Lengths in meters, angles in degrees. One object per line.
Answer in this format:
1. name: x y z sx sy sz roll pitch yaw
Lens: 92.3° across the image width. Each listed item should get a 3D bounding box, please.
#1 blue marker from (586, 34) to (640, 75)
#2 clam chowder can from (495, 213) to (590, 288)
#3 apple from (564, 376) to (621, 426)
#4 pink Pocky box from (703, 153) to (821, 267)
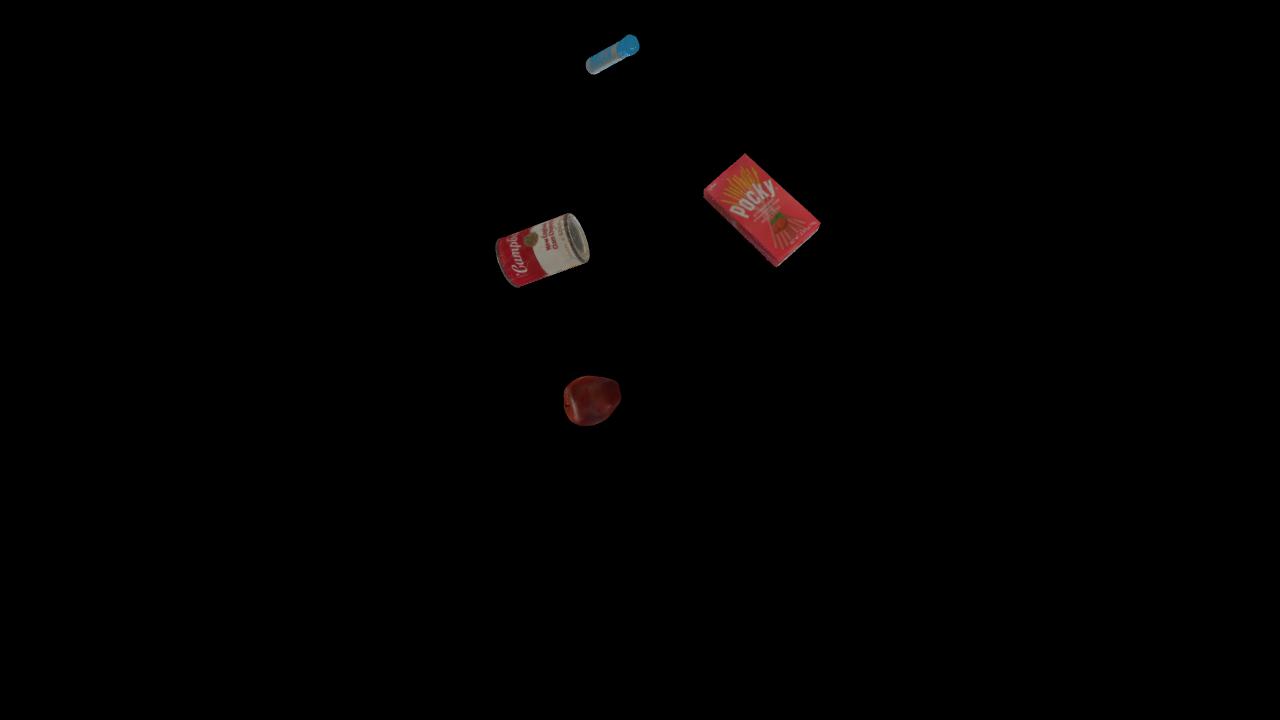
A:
1. blue marker: -0.031 -0.332 0.671 0.020 0.020 0.121 0 14 -25
2. clam chowder can: -0.123 -0.140 0.789 0.102 0.068 0.068 -17 -4 14
3. apple: -0.076 0.062 0.958 0.093 0.079 0.079 -15 7 -27
4. pink Pocky box: 0.172 -0.215 0.881 0.084 0.155 0.029 -42 -13 -4
